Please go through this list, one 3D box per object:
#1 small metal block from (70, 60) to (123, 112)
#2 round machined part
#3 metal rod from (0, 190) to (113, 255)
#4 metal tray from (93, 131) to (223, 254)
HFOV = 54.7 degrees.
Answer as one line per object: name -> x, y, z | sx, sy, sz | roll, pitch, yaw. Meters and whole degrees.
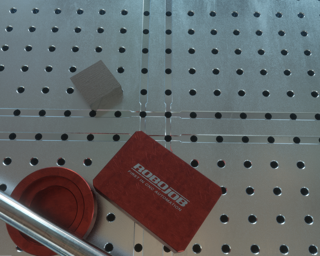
small metal block -> -0.088, -0.059, 0.432 | 0.050, 0.025, 0.050 | -34, 74, -12
round machined part -> -0.123, 0.098, 0.365 | 0.099, 0.042, 0.098 | 0, 70, 0
metal rod -> -0.118, 0.110, 0.325 | 0.301, 0.025, 0.025 | 27, 72, 9
metal tray -> -0.003, 0.075, 0.377 | 0.130, 0.030, 0.090 | 35, 67, 11
